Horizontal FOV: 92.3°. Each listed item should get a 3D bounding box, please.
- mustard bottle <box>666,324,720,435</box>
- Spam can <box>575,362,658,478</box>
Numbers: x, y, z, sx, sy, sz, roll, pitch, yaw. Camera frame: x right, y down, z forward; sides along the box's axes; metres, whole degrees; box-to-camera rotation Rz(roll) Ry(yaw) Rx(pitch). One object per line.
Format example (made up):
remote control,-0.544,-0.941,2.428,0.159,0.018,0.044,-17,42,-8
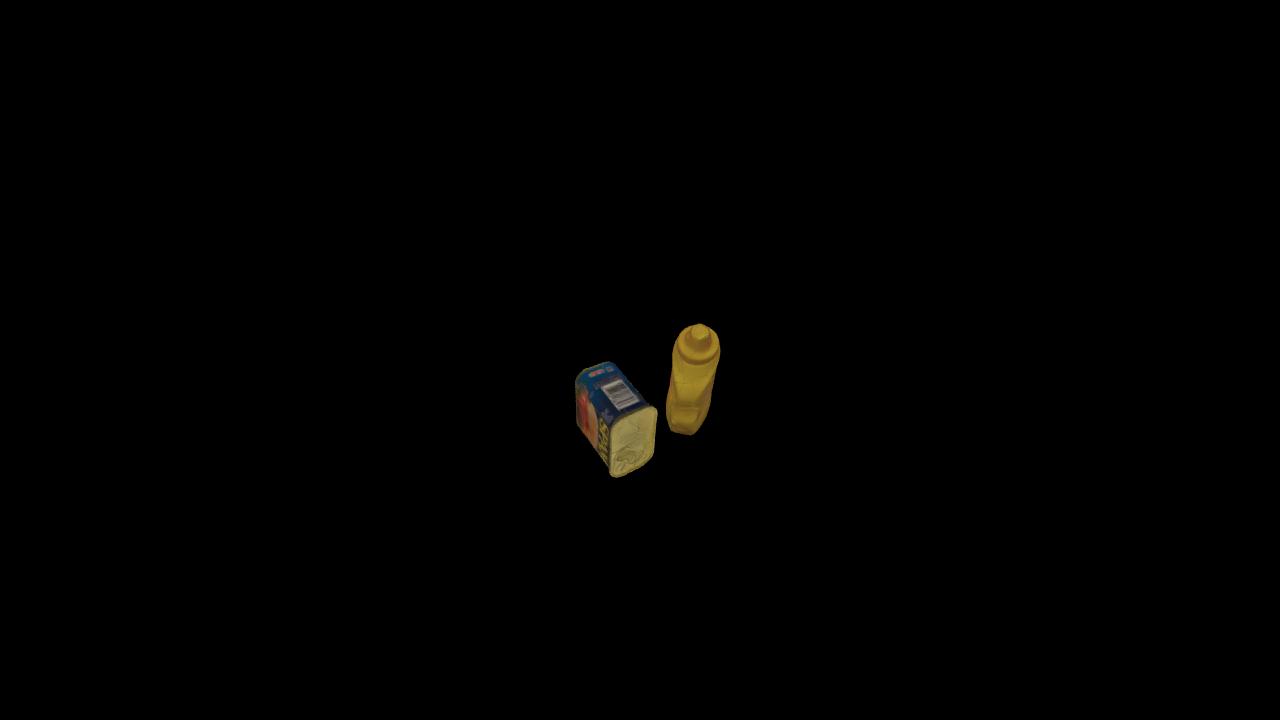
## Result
mustard bottle,0.060,0.012,0.682,0.054,0.092,0.184,17,-25,8
Spam can,-0.029,0.064,0.679,0.058,0.101,0.085,-21,49,-25
